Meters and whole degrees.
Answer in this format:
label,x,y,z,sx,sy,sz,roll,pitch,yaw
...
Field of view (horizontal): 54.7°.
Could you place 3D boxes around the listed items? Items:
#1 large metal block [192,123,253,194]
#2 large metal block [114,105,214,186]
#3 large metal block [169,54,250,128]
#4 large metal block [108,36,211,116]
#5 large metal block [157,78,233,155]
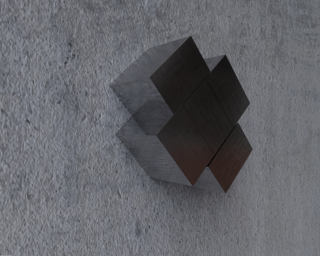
label,x,y,z,sx,sy,sz,roll,pitch,yaw
large metal block,0.067,0.038,0.430,0.080,0.080,0.050,-50,120,-29
large metal block,0.005,0.020,0.377,0.050,0.080,0.080,-50,120,-28
large metal block,0.063,-0.047,0.426,0.050,0.080,0.080,-50,120,-28
large metal block,-0.001,-0.060,0.372,0.080,0.080,0.050,-50,120,-29
large metal block,0.034,-0.013,0.402,0.050,0.080,0.080,-50,120,-28
